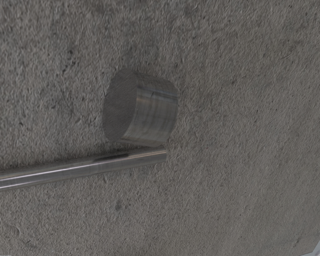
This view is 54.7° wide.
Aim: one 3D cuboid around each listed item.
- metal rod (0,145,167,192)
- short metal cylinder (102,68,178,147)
[{"bbox_3d":[-0.133,0.053,0.366,0.303,0.025,0.025,-7,122,-25],"label":"metal rod"},{"bbox_3d":[-0.024,-0.021,0.345,0.050,0.080,0.079,11,113,-33],"label":"short metal cylinder"}]
